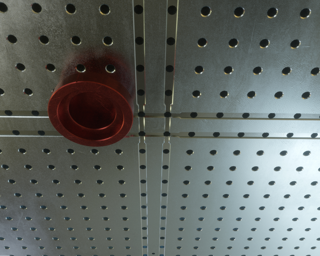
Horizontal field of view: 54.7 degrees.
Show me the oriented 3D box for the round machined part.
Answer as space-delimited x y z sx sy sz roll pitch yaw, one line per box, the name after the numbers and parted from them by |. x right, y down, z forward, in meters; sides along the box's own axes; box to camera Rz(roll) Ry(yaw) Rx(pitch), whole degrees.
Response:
-0.081 -0.026 0.377 0.099 0.042 0.097 -1 130 0 | round machined part
